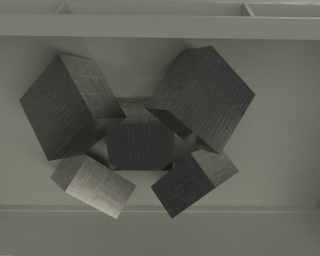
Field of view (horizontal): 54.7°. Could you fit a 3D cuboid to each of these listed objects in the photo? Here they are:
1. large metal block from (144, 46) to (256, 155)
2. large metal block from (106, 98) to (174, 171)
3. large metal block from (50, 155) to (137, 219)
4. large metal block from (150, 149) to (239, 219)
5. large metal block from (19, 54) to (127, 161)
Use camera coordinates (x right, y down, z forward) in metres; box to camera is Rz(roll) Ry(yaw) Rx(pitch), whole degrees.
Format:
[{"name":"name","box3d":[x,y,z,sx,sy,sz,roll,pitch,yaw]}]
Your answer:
[{"name":"large metal block","box3d":[0.045,-0.030,0.338,0.080,0.050,0.080,39,76,-28]},{"name":"large metal block","box3d":[-0.024,0.009,0.397,0.081,0.050,0.079,0,130,-1]},{"name":"large metal block","box3d":[-0.093,0.074,0.425,0.080,0.050,0.080,38,165,-28]},{"name":"large metal block","box3d":[0.048,0.069,0.421,0.080,0.050,0.081,-44,163,30]},{"name":"large metal block","box3d":[-0.097,-0.021,0.341,0.080,0.080,0.050,-38,164,27]}]
